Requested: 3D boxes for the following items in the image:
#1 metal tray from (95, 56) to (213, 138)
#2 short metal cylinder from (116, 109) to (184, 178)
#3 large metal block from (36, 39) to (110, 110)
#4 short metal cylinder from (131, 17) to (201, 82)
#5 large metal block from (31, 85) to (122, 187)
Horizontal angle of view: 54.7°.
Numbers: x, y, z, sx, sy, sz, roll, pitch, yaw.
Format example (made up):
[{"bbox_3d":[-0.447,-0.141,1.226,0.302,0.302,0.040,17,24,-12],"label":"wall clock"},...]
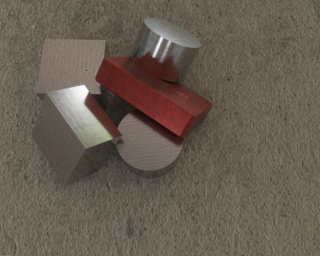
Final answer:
[{"bbox_3d":[-0.004,-0.045,0.393,0.130,0.090,0.030,34,113,11],"label":"metal tray"},{"bbox_3d":[-0.012,0.019,0.390,0.081,0.050,0.080,0,70,0],"label":"short metal cylinder"},{"bbox_3d":[-0.113,-0.071,0.419,0.080,0.050,0.080,1,70,0],"label":"large metal block"},{"bbox_3d":[0.007,-0.105,0.414,0.080,0.050,0.080,19,33,-12],"label":"short metal cylinder"},{"bbox_3d":[-0.102,0.009,0.369,0.050,0.080,0.080,-22,68,-46],"label":"large metal block"}]
